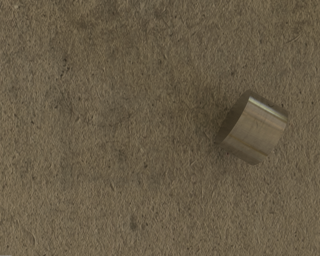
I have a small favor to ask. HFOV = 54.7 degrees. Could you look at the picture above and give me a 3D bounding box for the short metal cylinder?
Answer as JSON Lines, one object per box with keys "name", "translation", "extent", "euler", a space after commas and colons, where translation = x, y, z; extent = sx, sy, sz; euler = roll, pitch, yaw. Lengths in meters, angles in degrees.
{"name": "short metal cylinder", "translation": [0.111, -0.001, 0.383], "extent": [0.050, 0.080, 0.080], "euler": [30, 90, 0]}
